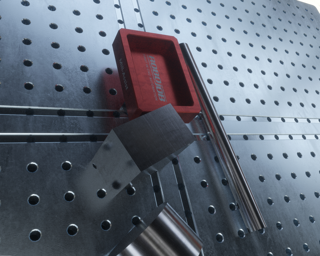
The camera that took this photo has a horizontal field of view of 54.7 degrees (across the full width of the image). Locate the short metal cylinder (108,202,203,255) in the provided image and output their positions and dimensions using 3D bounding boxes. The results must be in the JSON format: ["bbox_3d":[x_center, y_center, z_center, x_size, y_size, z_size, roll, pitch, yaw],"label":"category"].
[{"bbox_3d":[-0.006,0.118,0.299,0.050,0.080,0.080,47,51,4],"label":"short metal cylinder"}]

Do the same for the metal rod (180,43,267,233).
[{"bbox_3d":[0.080,0.000,0.453,0.025,0.025,0.299,-5,64,-31],"label":"metal rod"}]

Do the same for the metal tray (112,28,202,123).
[{"bbox_3d":[-0.006,-0.069,0.413,0.091,0.030,0.130,-1,62,-29],"label":"metal tray"}]

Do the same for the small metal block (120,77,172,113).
[{"bbox_3d":[-0.017,-0.034,0.421,0.050,0.025,0.050,36,51,-5],"label":"small metal block"}]

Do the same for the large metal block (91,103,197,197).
[{"bbox_3d":[-0.020,0.025,0.348,0.081,0.080,0.050,-27,77,-37],"label":"large metal block"}]
